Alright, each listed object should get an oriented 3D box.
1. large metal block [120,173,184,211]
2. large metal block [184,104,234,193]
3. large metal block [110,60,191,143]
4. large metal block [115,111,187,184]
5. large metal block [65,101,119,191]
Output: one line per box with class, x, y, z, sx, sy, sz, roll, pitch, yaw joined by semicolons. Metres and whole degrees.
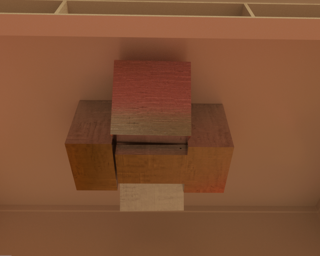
large metal block;-0.011;0.081;0.431;0.081;0.080;0.050;0;88;-2
large metal block;0.055;0.025;0.393;0.050;0.080;0.079;1;130;-1
large metal block;-0.009;-0.026;0.341;0.081;0.080;0.050;1;168;-1
large metal block;-0.010;0.023;0.391;0.081;0.080;0.050;1;130;-1
large metal block;-0.078;0.021;0.389;0.050;0.080;0.079;0;130;-1
